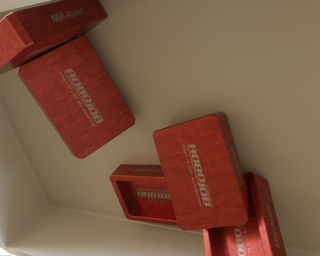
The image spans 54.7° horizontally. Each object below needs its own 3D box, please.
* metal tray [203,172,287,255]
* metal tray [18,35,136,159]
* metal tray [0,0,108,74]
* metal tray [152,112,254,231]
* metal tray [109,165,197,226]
[{"bbox_3d":[0.096,0.129,0.373,0.030,0.130,0.090,25,138,-35],"label":"metal tray"},{"bbox_3d":[-0.102,-0.038,0.392,0.130,0.090,0.030,61,158,-16],"label":"metal tray"},{"bbox_3d":[-0.129,-0.104,0.343,0.090,0.131,0.030,-20,108,35],"label":"metal tray"},{"bbox_3d":[0.051,0.054,0.378,0.090,0.030,0.129,-17,88,30],"label":"metal tray"},{"bbox_3d":[-0.004,0.101,0.468,0.130,0.030,0.089,-3,117,29],"label":"metal tray"}]
